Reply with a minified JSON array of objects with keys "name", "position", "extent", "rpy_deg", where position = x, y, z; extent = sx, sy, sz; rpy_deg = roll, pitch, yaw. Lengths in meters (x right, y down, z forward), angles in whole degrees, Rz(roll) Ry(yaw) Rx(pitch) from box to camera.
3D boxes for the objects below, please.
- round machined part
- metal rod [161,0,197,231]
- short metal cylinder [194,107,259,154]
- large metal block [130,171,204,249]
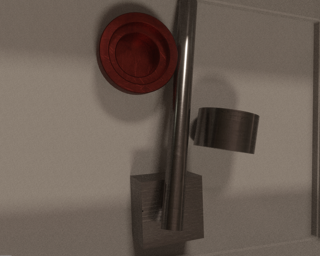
[{"name":"round machined part","position":[-0.031,-0.090,0.391],"extent":[0.099,0.042,0.097],"rpy_deg":[0,90,-21]},{"name":"metal rod","position":[0.026,-0.029,0.388],"extent":[0.025,0.025,0.299],"rpy_deg":[11,74,-20]},{"name":"short metal cylinder","position":[0.089,0.004,0.415],"extent":[0.081,0.080,0.050],"rpy_deg":[10,87,-20]},{"name":"large metal block","position":[0.008,0.101,0.402],"extent":[0.081,0.050,0.079],"rpy_deg":[-2,91,-20]}]
